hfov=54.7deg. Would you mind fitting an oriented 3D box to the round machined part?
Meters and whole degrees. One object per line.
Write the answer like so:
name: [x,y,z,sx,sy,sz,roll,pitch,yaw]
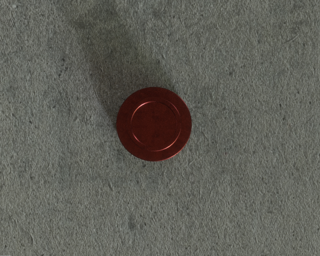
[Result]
round machined part: [-0.008,-0.005,0.402,0.099,0.042,0.097,0,90,-1]
